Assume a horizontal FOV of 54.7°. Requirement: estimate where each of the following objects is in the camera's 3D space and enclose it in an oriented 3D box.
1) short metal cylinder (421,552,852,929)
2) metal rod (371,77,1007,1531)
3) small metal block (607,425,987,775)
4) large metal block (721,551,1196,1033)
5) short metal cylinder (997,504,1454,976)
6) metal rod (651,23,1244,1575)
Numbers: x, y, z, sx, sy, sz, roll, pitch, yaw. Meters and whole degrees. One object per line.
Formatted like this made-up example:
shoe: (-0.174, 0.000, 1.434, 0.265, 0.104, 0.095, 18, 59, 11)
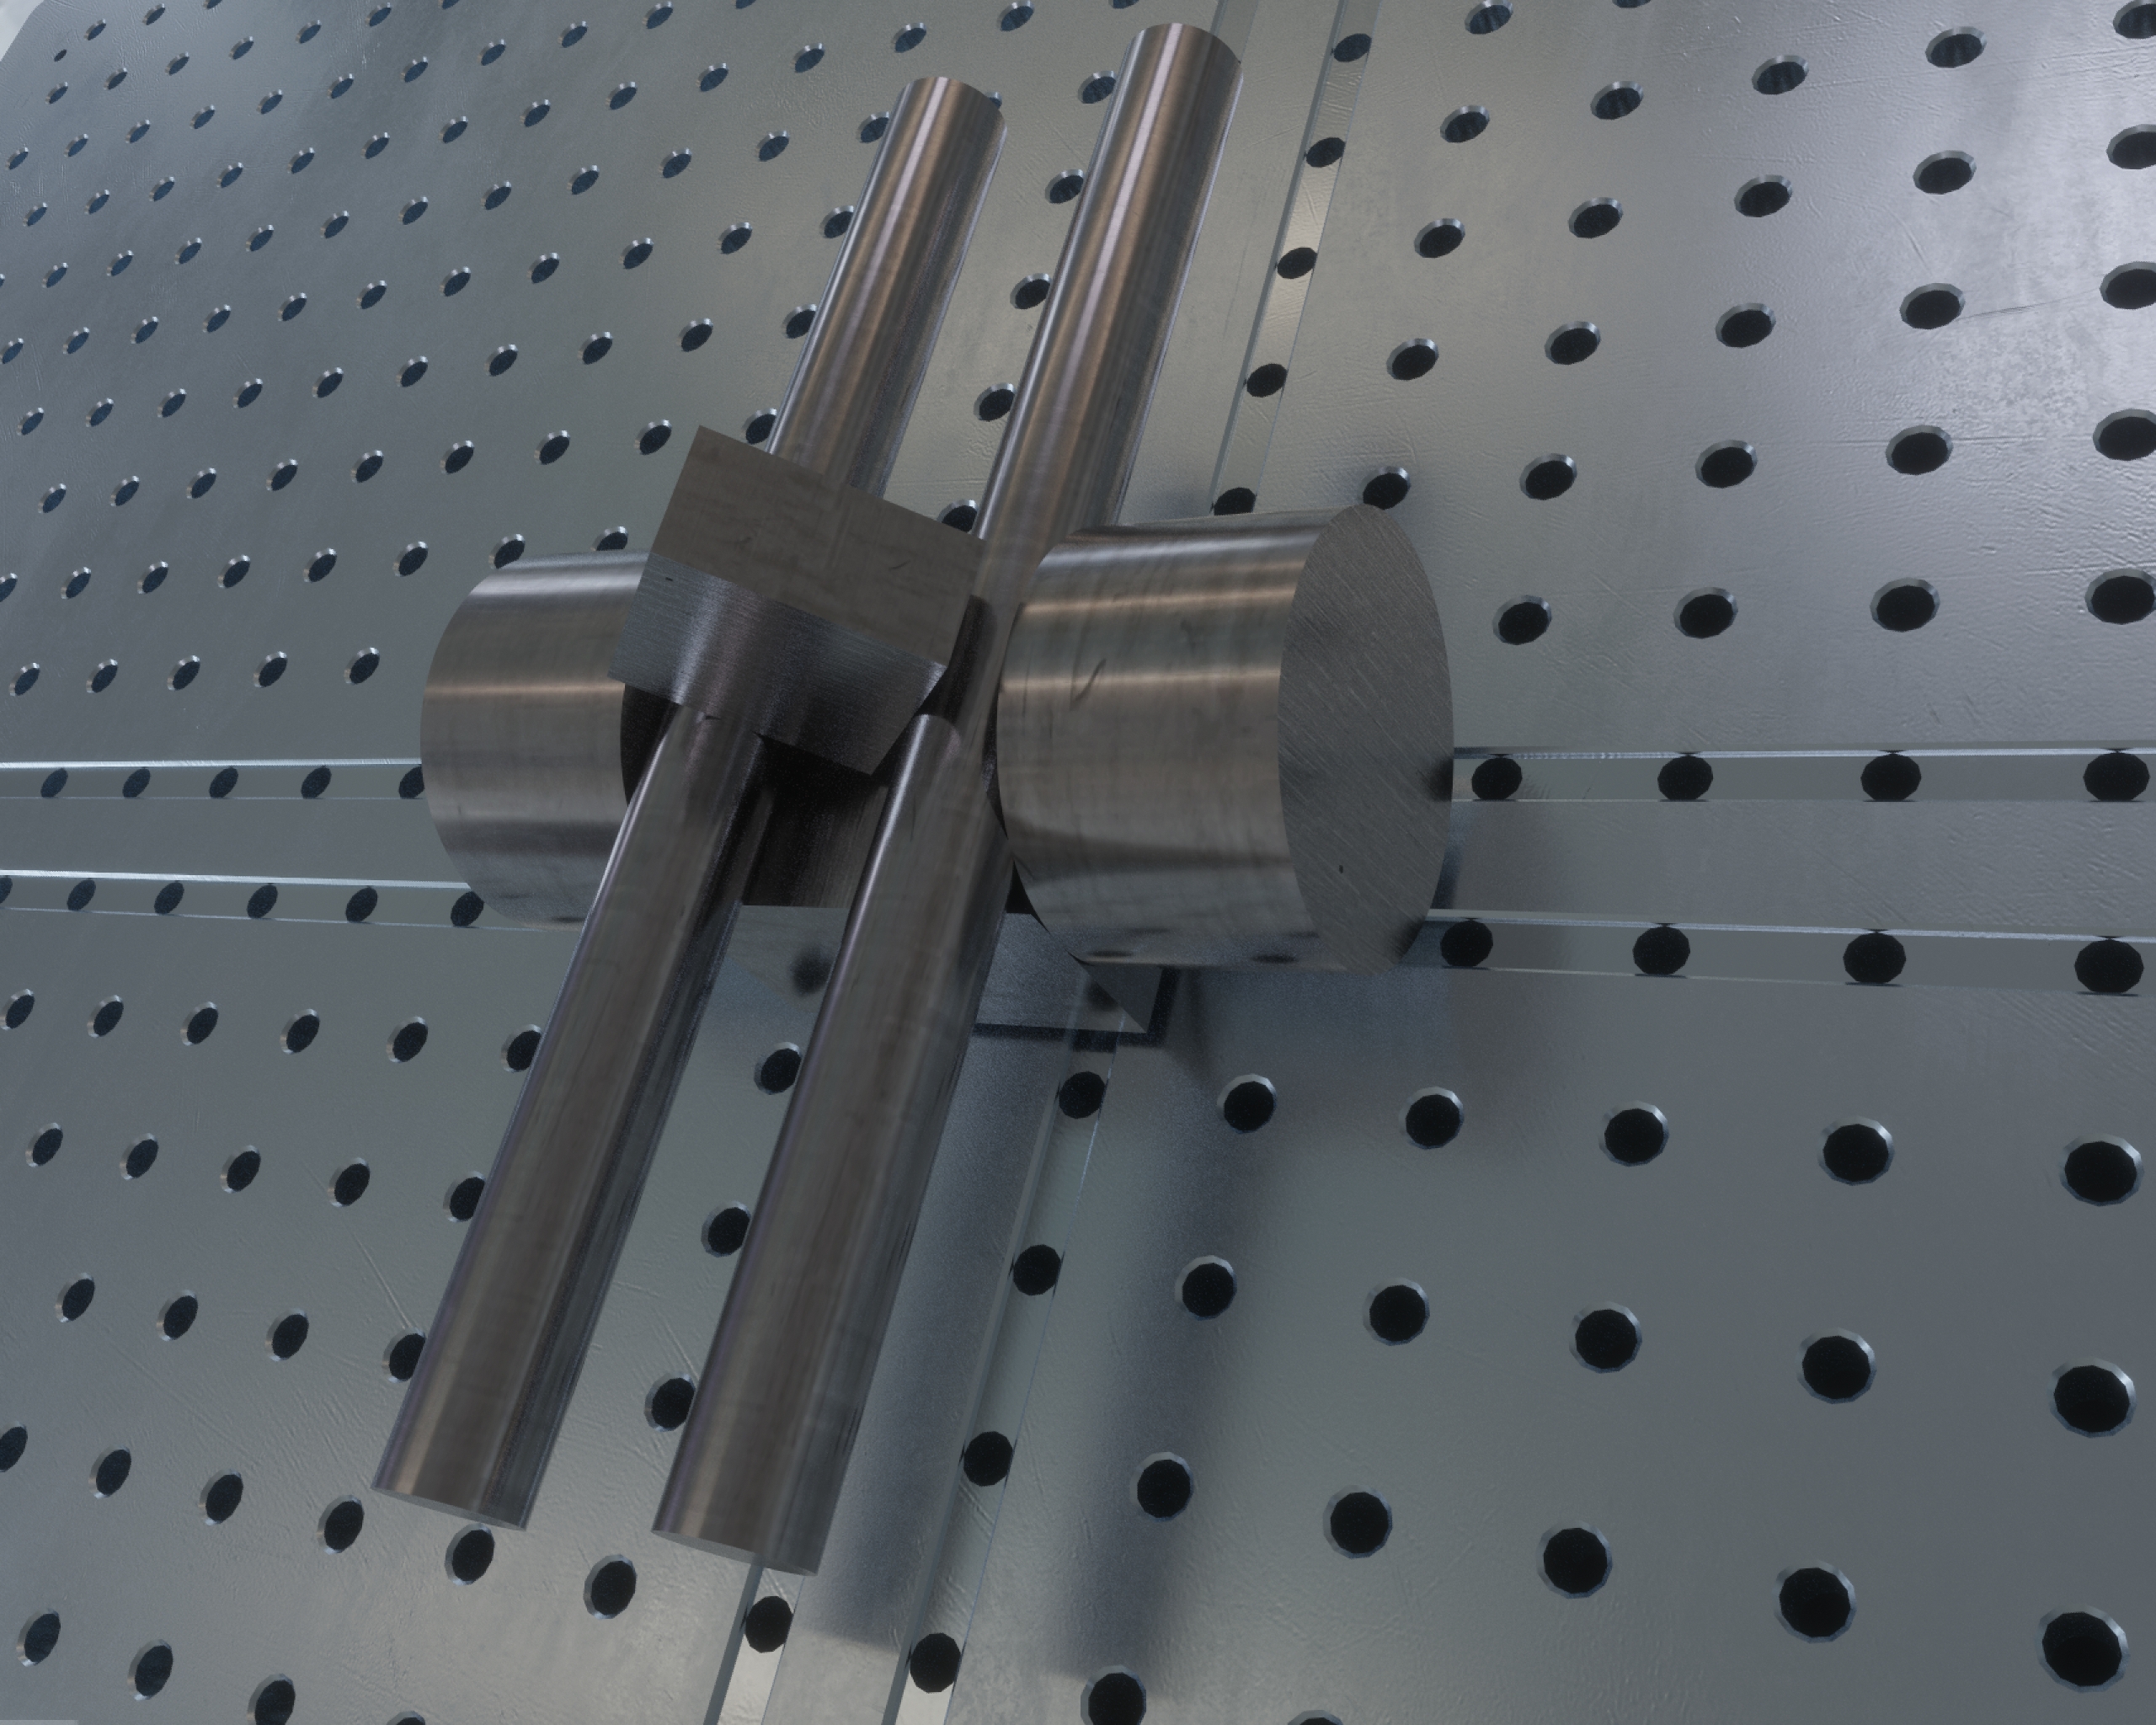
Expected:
short metal cylinder: (-0.086, -0.024, 0.429, 0.050, 0.080, 0.080, 2, 63, 29)
metal rod: (-0.063, -0.029, 0.391, 0.025, 0.025, 0.300, 1, 62, 28)
small metal block: (-0.049, -0.043, 0.359, 0.050, 0.050, 0.025, 137, 151, -62)
large metal block: (-0.023, -0.015, 0.409, 0.080, 0.050, 0.080, 1, 62, 28)
short metal cylinder: (0.028, -0.021, 0.365, 0.050, 0.080, 0.080, 0, 62, 29)
metal rod: (-0.014, -0.031, 0.366, 0.025, 0.025, 0.300, 1, 62, 28)
